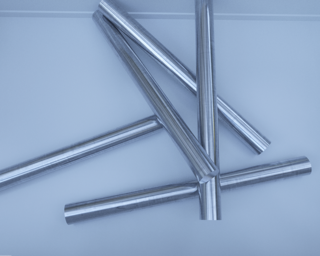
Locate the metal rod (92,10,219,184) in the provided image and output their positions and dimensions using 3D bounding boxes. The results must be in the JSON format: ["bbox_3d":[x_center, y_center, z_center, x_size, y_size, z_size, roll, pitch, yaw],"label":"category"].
[{"bbox_3d":[-0.019,-0.059,0.402,0.025,0.025,0.299,-28,62,-10],"label":"metal rod"}]

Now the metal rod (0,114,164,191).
[{"bbox_3d":[-0.139,0.043,0.392,0.302,0.025,0.025,-20,71,-8],"label":"metal rod"}]

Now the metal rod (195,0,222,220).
[{"bbox_3d":[0.059,-0.041,0.388,0.025,0.025,0.299,1,74,0],"label":"metal rod"}]

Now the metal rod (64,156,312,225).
[{"bbox_3d":[0.037,0.075,0.382,0.302,0.025,0.025,-11,71,-4],"label":"metal rod"}]

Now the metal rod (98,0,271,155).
[{"bbox_3d":[0.028,-0.076,0.423,0.300,0.025,0.025,44,76,9],"label":"metal rod"}]
